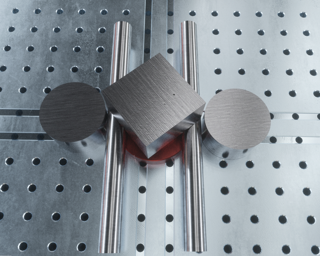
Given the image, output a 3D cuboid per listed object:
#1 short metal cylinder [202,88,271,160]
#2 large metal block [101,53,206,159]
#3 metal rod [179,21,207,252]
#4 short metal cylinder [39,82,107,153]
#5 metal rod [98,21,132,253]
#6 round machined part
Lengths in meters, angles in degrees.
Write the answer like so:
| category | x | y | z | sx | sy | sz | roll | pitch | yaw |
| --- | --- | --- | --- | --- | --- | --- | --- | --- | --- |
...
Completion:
| category | x | y | z | sx | sy | sz | roll | pitch | yaw |
| --- | --- | --- | --- | --- | --- | --- | --- | --- | --- |
| short metal cylinder | 0.094 | -0.004 | 0.400 | 0.081 | 0.050 | 0.080 | 0 | 70 | 0 |
| large metal block | -0.007 | -0.025 | 0.357 | 0.080 | 0.050 | 0.080 | -36 | 74 | -12 |
| metal rod | 0.039 | -0.005 | 0.391 | 0.025 | 0.025 | 0.299 | 0 | 70 | 0 |
| short metal cylinder | -0.107 | -0.012 | 0.402 | 0.081 | 0.050 | 0.080 | 0 | 70 | 0 |
| metal rod | -0.054 | -0.004 | 0.390 | 0.025 | 0.025 | 0.299 | 1 | 70 | 0 |
| round machined part | -0.007 | -0.004 | 0.405 | 0.099 | 0.042 | 0.098 | 0 | 70 | 0 |
